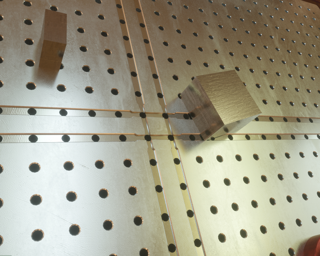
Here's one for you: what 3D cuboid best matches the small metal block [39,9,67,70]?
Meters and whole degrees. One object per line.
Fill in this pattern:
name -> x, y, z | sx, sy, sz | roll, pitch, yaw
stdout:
small metal block -> -0.134, -0.109, 0.386 | 0.025, 0.050, 0.050 | 6, 59, -25

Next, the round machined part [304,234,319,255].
round machined part -> 0.246, 0.190, 0.414 | 0.099, 0.042, 0.098 | 14, 56, -21

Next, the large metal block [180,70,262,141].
large metal block -> 0.090, -0.035, 0.462 | 0.081, 0.050, 0.080 | -15, 70, -34
